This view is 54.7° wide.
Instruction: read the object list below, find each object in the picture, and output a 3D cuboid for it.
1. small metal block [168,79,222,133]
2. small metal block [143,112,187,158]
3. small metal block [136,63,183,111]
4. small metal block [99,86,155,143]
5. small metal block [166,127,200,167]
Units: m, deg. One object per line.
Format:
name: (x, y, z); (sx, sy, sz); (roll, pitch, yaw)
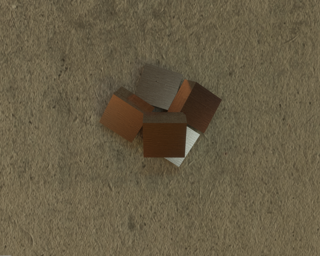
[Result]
small metal block: (0.045, -0.028, 0.401); (0.050, 0.025, 0.050); (28, 90, -34)
small metal block: (0.005, 0.008, 0.375); (0.050, 0.025, 0.050); (0, 123, -1)
small metal block: (-0.002, -0.053, 0.411); (0.050, 0.025, 0.050); (17, 90, -1)
small metal block: (-0.043, -0.017, 0.399); (0.050, 0.025, 0.050); (33, 126, -2)
small metal block: (0.017, 0.016, 0.412); (0.050, 0.025, 0.050); (33, 90, -1)
